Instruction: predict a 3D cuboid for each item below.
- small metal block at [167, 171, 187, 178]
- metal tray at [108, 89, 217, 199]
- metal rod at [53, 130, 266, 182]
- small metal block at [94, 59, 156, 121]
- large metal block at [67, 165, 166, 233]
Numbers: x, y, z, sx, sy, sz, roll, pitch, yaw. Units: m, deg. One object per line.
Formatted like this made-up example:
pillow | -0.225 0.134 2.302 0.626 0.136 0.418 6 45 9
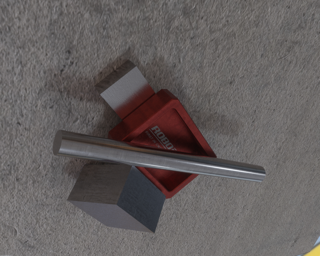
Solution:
small metal block | 0.033 0.053 0.461 0.050 0.025 0.050 -44 130 2
metal tray | 0.008 0.025 0.393 0.090 0.030 0.130 -40 130 -2
metal rod | 0.025 0.041 0.378 0.302 0.025 0.025 13 112 -34
small metal block | -0.039 -0.043 0.362 0.050 0.025 0.050 -39 130 -2
large metal block | -0.052 0.088 0.389 0.080 0.080 0.050 51 47 -40
